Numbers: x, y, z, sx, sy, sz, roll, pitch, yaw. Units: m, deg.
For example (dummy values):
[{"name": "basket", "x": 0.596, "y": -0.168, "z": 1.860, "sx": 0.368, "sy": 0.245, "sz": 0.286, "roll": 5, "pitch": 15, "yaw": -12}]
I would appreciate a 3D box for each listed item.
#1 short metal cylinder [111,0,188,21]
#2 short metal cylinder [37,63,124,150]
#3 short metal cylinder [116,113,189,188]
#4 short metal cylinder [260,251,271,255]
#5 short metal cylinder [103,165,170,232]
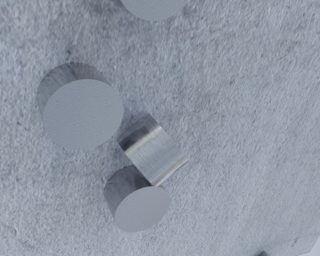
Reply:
[{"name": "short metal cylinder", "x": -0.013, "y": -0.148, "z": 0.293, "sx": 0.081, "sy": 0.050, "sz": 0.079, "roll": -14, "pitch": 125, "yaw": -21}, {"name": "short metal cylinder", "x": -0.086, "y": -0.023, "z": 0.330, "sx": 0.081, "sy": 0.050, "sz": 0.079, "roll": -14, "pitch": 125, "yaw": -21}, {"name": "short metal cylinder", "x": -0.009, "y": 0.027, "z": 0.385, "sx": 0.050, "sy": 0.080, "sz": 0.080, "roll": -40, "pitch": 130, "yaw": -2}, {"name": "short metal cylinder", "x": 0.259, "y": 0.339, "z": 0.727, "sx": 0.050, "sy": 0.080, "sz": 0.080, "roll": -45, "pitch": 130, "yaw": 3}, {"name": "short metal cylinder", "x": -0.033, "y": 0.098, "z": 0.435, "sx": 0.081, "sy": 0.050, "sz": 0.079, "roll": -14, "pitch": 125, "yaw": -21}]
